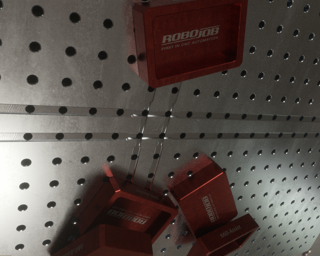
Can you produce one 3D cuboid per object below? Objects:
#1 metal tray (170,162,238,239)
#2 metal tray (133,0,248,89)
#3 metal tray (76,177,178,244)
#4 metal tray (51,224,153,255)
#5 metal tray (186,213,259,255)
[{"bbox_3d":[0.080,0.130,0.534,0.090,0.030,0.130,-31,129,-9],"label":"metal tray"},{"bbox_3d":[0.038,-0.106,0.364,0.131,0.030,0.089,-17,126,-19],"label":"metal tray"},{"bbox_3d":[-0.045,0.134,0.467,0.131,0.030,0.090,30,101,-38],"label":"metal tray"},{"bbox_3d":[-0.085,0.183,0.443,0.090,0.030,0.130,28,127,-37],"label":"metal tray"},{"bbox_3d":[0.116,0.216,0.582,0.131,0.030,0.089,-13,140,-31],"label":"metal tray"}]
